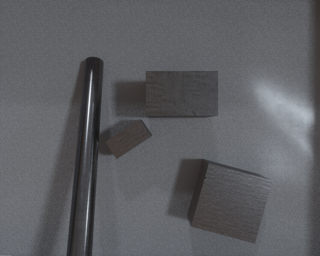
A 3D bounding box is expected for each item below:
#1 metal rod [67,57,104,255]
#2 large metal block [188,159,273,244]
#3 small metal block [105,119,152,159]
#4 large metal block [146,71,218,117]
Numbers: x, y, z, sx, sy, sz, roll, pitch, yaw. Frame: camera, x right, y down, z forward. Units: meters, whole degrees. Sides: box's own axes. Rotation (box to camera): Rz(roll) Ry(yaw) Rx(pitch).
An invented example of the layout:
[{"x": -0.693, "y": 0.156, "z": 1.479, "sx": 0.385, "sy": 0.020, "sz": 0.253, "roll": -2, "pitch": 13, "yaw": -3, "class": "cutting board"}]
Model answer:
[{"x": -0.084, "y": 0.049, "z": 0.350, "sx": 0.025, "sy": 0.025, "sz": 0.299, "roll": -1, "pitch": 65, "yaw": 0, "class": "metal rod"}, {"x": 0.087, "y": 0.091, "z": 0.400, "sx": 0.080, "sy": 0.050, "sz": 0.080, "roll": 15, "pitch": 90, "yaw": -1, "class": "large metal block"}, {"x": -0.038, "y": 0.013, "z": 0.398, "sx": 0.050, "sy": 0.050, "sz": 0.025, "roll": -33, "pitch": 90, "yaw": 0, "class": "small metal block"}, {"x": 0.024, "y": -0.039, "z": 0.384, "sx": 0.081, "sy": 0.080, "sz": 0.050, "roll": 0, "pitch": 90, "yaw": -1, "class": "large metal block"}]
